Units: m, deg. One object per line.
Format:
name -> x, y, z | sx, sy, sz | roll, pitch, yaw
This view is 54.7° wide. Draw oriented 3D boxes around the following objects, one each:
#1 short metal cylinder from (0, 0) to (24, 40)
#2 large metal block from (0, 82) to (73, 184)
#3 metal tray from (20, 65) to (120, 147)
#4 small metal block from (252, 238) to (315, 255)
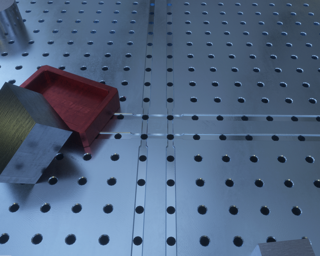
short metal cylinder -> -0.296, -0.204, 0.560 | 0.081, 0.050, 0.080 | 0, 50, 0
large metal block -> -0.162, 0.007, 0.359 | 0.080, 0.050, 0.080 | 43, 101, 30
metal tray -> -0.134, -0.035, 0.432 | 0.130, 0.030, 0.090 | 20, 53, 16
small metal block -> 0.122, 0.136, 0.294 | 0.050, 0.025, 0.050 | -4, 50, -4
